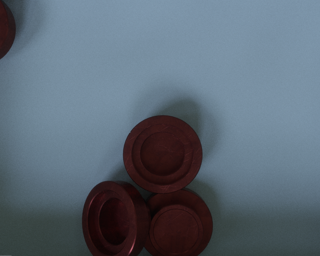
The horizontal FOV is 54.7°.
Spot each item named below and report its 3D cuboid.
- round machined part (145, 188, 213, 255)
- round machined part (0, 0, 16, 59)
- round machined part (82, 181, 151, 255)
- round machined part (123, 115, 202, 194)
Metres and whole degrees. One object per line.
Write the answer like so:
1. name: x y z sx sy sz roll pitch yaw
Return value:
1. round machined part: 0.020 0.128 0.403 0.099 0.042 0.097 0 90 0
2. round machined part: -0.235 -0.128 0.401 0.099 0.042 0.097 0 90 0
3. round machined part: -0.050 0.115 0.386 0.098 0.042 0.097 -7 79 39
4. round machined part: 0.003 0.033 0.403 0.099 0.042 0.097 0 90 0
